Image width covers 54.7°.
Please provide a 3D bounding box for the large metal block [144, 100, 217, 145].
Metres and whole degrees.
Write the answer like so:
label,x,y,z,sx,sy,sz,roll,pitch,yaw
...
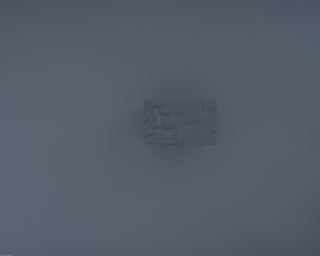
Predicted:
label,x,y,z,sx,sy,sz,roll,pitch,yaw
large metal block,0.023,-0.006,0.384,0.081,0.080,0.050,0,90,-1
